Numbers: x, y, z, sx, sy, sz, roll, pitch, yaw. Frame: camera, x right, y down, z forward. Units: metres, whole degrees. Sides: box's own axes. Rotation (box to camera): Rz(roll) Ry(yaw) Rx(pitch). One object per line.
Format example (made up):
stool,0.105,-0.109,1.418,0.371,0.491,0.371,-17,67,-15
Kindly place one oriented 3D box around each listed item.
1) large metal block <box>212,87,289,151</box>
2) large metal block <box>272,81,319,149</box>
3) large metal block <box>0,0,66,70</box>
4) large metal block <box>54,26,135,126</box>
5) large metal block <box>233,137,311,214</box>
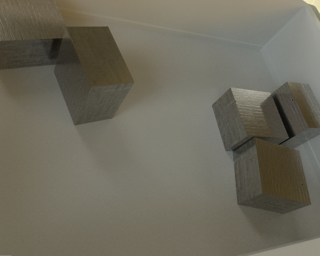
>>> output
large metal block,0.136,-0.011,0.472,0.081,0.050,0.080,3,60,-27
large metal block,0.206,-0.016,0.494,0.050,0.080,0.080,1,61,-28
large metal block,-0.165,-0.121,0.375,0.081,0.050,0.080,-14,69,-34
large metal block,-0.081,-0.060,0.364,0.050,0.080,0.080,-13,69,-34
large metal block,0.153,0.068,0.433,0.081,0.050,0.080,16,55,-20
